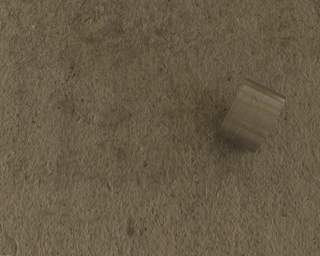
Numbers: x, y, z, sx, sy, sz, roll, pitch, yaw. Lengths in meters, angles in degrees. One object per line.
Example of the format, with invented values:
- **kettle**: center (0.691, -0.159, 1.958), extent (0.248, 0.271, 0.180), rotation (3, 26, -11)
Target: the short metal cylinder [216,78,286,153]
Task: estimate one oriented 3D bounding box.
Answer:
- **short metal cylinder**: center (0.111, -0.015, 0.385), extent (0.050, 0.080, 0.080), rotation (28, 73, 10)
